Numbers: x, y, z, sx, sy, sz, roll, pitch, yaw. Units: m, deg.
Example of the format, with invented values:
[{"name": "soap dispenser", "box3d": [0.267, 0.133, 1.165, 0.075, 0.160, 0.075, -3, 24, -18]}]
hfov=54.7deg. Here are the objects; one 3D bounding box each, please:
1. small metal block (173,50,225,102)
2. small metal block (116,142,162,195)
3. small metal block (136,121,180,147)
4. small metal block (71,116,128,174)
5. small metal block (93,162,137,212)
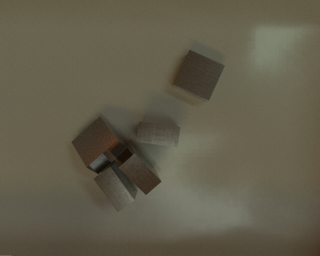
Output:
[{"name": "small metal block", "box3d": [0.051, -0.068, 0.412, 0.050, 0.025, 0.050, 24, 90, -1]}, {"name": "small metal block", "box3d": [-0.029, 0.050, 0.392, 0.025, 0.050, 0.050, -42, 108, 0]}, {"name": "small metal block", "box3d": [-0.002, 0.008, 0.399, 0.050, 0.050, 0.025, 8, 90, -1]}, {"name": "small metal block", "box3d": [-0.078, 0.022, 0.398, 0.050, 0.025, 0.050, -42, 53, 0]}, {"name": "small metal block", "box3d": [-0.056, 0.074, 0.398, 0.025, 0.050, 0.050, -36, 90, 0]}]
